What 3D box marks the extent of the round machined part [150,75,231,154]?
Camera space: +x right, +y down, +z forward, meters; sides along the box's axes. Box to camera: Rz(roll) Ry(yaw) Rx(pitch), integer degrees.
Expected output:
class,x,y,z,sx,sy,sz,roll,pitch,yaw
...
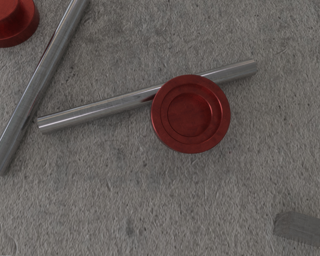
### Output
class,x,y,z,sx,sy,sz,roll,pitch,yaw
round machined part,0.036,-0.016,0.397,0.099,0.042,0.097,1,84,-6

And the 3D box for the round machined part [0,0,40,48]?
class,x,y,z,sx,sy,sz,roll,pitch,yaw
round machined part,-0.236,-0.172,0.460,0.099,0.042,0.098,0,70,0

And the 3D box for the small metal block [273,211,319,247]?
class,x,y,z,sx,sy,sz,roll,pitch,yaw
small metal block,0.164,0.116,0.354,0.050,0.050,0.025,15,71,5

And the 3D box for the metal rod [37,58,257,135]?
class,x,y,z,sx,sy,sz,roll,pitch,yaw
metal rod,-0.012,-0.045,0.424,0.302,0.025,0.025,-16,71,-6

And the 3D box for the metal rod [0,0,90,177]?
class,x,y,z,sx,sy,sz,roll,pitch,yaw
metal rod,-0.163,-0.077,0.435,0.025,0.025,0.299,16,71,6
